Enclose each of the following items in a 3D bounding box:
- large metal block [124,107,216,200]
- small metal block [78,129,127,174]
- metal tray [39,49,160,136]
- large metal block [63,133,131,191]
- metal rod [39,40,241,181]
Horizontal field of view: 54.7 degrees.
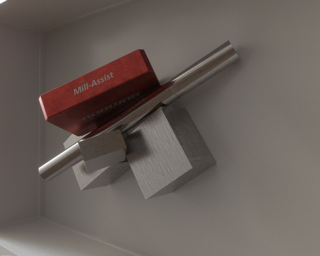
[{"bbox_3d":[0.008,0.030,0.381,0.080,0.050,0.080,-41,66,32],"label":"large metal block"},{"bbox_3d":[-0.070,0.029,0.381,0.050,0.050,0.025,110,138,-64],"label":"small metal block"},{"bbox_3d":[-0.064,-0.038,0.379,0.130,0.090,0.030,-25,73,3],"label":"metal tray"},{"bbox_3d":[-0.089,0.035,0.457,0.080,0.050,0.080,-41,66,32],"label":"large metal block"},{"bbox_3d":[-0.039,-0.011,0.387,0.300,0.025,0.025,-32,70,19],"label":"metal rod"}]
